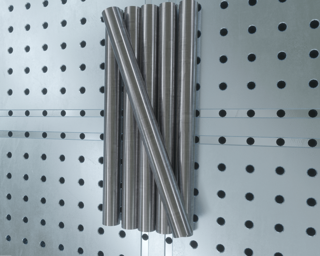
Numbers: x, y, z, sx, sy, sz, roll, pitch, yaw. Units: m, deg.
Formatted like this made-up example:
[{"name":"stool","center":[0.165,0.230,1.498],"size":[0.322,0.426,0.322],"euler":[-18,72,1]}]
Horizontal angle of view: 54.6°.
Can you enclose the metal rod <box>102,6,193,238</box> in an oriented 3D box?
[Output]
[{"name":"metal rod","center":[-0.018,-0.012,0.393],"size":[0.025,0.025,0.299],"euler":[-20,83,19]}]

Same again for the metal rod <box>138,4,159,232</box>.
[{"name":"metal rod","center":[-0.016,-0.013,0.417],"size":[0.025,0.025,0.298],"euler":[1,90,20]}]

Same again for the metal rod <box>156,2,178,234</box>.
[{"name":"metal rod","center":[0.009,-0.012,0.410],"size":[0.025,0.025,0.298],"euler":[1,90,20]}]

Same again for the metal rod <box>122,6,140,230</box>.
[{"name":"metal rod","center":[-0.038,-0.013,0.426],"size":[0.025,0.025,0.298],"euler":[1,90,20]}]

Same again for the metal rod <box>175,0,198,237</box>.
[{"name":"metal rod","center":[0.034,-0.012,0.402],"size":[0.025,0.025,0.298],"euler":[1,90,20]}]

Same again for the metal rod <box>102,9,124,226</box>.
[{"name":"metal rod","center":[-0.066,-0.015,0.435],"size":[0.025,0.025,0.298],"euler":[1,90,20]}]
